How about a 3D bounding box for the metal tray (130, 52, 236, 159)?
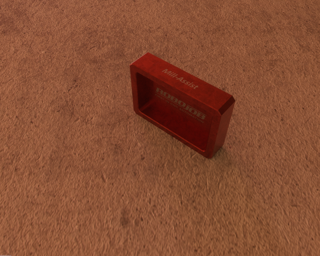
[{"bbox_3d":[0.023,-0.028,0.386,0.130,0.089,0.030,32,57,24],"label":"metal tray"}]
